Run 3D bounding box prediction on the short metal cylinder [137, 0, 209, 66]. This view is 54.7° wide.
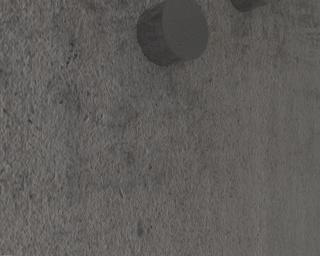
[{"bbox_3d":[0.017,-0.124,0.402,0.081,0.050,0.080,0,90,-40],"label":"short metal cylinder"}]

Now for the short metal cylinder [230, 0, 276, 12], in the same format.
[{"bbox_3d":[0.156,-0.242,0.518,0.081,0.050,0.080,0,90,-40],"label":"short metal cylinder"}]
